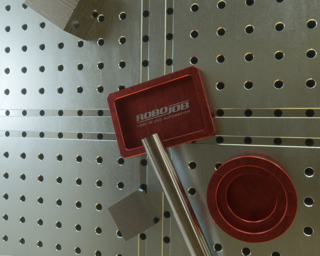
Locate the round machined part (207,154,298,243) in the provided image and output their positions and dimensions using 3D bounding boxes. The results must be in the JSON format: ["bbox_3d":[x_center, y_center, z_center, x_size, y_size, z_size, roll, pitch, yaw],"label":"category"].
[{"bbox_3d":[0.108,0.080,0.365,0.098,0.042,0.097,0,90,19],"label":"round machined part"}]

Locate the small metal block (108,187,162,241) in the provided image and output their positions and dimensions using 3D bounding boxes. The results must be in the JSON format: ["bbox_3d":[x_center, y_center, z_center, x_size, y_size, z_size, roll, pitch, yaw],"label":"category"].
[{"bbox_3d":[-0.035,0.118,0.424,0.050,0.025,0.050,-34,79,16],"label":"small metal block"}]

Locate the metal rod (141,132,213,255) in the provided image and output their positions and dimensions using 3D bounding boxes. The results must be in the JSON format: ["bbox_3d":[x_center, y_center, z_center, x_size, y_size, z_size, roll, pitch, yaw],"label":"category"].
[{"bbox_3d":[0.047,0.147,0.378,0.025,0.025,0.299,-24,89,18],"label":"metal rod"}]

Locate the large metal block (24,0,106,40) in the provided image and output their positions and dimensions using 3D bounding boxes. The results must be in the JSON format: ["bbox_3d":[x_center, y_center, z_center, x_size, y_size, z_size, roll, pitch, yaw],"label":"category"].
[{"bbox_3d":[-0.132,-0.187,0.444,0.080,0.050,0.080,36,101,16],"label":"large metal block"}]

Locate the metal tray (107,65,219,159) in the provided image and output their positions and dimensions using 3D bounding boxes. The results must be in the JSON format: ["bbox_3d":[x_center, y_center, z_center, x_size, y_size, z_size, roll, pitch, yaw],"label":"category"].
[{"bbox_3d":[0.002,-0.018,0.408,0.130,0.030,0.090,-16,85,18],"label":"metal tray"}]
